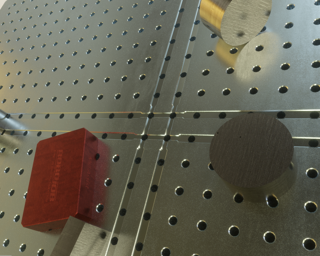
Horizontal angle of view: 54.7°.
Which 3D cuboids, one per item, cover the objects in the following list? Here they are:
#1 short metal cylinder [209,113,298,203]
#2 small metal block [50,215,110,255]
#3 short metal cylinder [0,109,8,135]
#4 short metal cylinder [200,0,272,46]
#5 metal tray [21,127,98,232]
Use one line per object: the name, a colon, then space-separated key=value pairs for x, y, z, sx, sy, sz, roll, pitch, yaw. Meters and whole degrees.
short metal cylinder: x=0.098 y=0.031 z=0.322 sx=0.080 sy=0.050 sz=0.080 roll=-13 pitch=56 yaw=21
small metal block: x=-0.091 y=0.135 z=0.357 sx=0.025 sy=0.050 sz=0.050 roll=10 pitch=67 yaw=33
short metal cylinder: x=-0.335 y=-0.011 z=0.576 sx=0.080 sy=0.050 sz=0.080 roll=-13 pitch=56 yaw=21
short metal cylinder: x=0.101 y=-0.159 z=0.417 sx=0.080 sy=0.080 sz=0.050 roll=-38 pitch=51 yaw=3
metal tray: x=-0.138 y=0.070 z=0.434 sx=0.090 sy=0.030 sz=0.130 roll=-15 pitch=55 yaw=19
